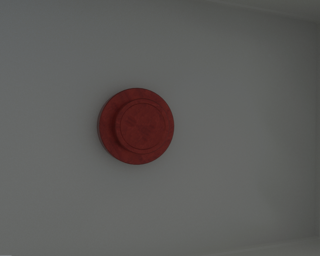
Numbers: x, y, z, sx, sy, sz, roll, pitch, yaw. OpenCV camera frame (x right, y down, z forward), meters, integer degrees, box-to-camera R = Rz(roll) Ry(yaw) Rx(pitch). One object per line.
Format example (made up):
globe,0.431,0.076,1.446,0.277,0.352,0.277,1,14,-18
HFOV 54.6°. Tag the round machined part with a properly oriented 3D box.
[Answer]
round machined part,-0.027,-0.002,0.391,0.099,0.042,0.097,0,90,-20
